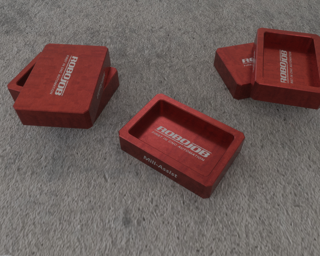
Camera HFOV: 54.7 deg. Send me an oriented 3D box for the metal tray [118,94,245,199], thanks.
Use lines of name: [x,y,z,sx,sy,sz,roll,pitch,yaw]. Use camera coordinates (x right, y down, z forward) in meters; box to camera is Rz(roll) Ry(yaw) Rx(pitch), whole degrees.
metal tray: [0.026,0.017,0.385,0.130,0.030,0.090,28,55,21]

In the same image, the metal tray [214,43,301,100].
metal tray: [0.161,-0.095,0.481,0.131,0.030,0.090,-12,51,-10]

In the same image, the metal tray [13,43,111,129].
metal tray: [-0.123,-0.060,0.409,0.091,0.030,0.130,4,50,3]

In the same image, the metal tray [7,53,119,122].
metal tray: [-0.137,-0.062,0.451,0.130,0.030,0.090,15,52,12]

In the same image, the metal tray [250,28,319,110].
metal tray: [0.178,-0.088,0.435,0.090,0.030,0.130,10,51,8]
